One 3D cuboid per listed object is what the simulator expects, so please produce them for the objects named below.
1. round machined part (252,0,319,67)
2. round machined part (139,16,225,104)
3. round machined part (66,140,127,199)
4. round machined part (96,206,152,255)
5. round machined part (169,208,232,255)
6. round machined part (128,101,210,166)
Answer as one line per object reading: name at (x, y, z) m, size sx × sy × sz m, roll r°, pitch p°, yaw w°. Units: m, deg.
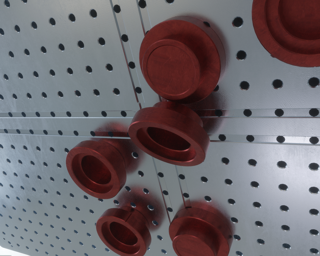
round machined part at (0.133, -0.105, 0.265) m, size 0.098 × 0.042 × 0.097 m, roll 13°, pitch 124°, yaw 21°
round machined part at (0.019, -0.070, 0.347) m, size 0.098 × 0.042 × 0.097 m, roll 13°, pitch 124°, yaw 21°
round machined part at (-0.095, 0.061, 0.489) m, size 0.098 × 0.042 × 0.097 m, roll 13°, pitch 124°, yaw 21°
round machined part at (-0.059, 0.177, 0.541) m, size 0.098 × 0.042 × 0.097 m, roll 13°, pitch 124°, yaw 21°
round machined part at (0.058, 0.175, 0.478) m, size 0.098 × 0.042 × 0.097 m, roll 13°, pitch 124°, yaw 21°
round machined part at (0.014, 0.004, 0.380) m, size 0.098 × 0.042 × 0.098 m, roll 18°, pitch 152°, yaw 11°
